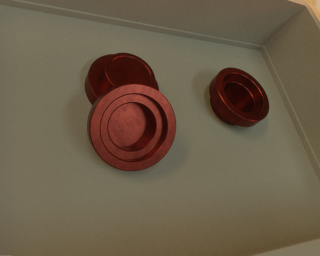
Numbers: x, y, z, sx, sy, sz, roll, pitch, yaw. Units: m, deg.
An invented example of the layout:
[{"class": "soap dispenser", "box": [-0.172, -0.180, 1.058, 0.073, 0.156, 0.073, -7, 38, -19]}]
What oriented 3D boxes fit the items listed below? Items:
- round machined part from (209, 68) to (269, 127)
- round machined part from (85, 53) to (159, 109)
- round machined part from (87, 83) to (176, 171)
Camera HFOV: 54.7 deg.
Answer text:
[{"class": "round machined part", "box": [0.119, -0.044, 0.488, 0.099, 0.042, 0.098, 14, 56, -21]}, {"class": "round machined part", "box": [-0.045, -0.060, 0.408, 0.099, 0.042, 0.098, 14, 56, -21]}, {"class": "round machined part", "box": [-0.034, -0.003, 0.359, 0.099, 0.042, 0.097, -3, 98, -20]}]
